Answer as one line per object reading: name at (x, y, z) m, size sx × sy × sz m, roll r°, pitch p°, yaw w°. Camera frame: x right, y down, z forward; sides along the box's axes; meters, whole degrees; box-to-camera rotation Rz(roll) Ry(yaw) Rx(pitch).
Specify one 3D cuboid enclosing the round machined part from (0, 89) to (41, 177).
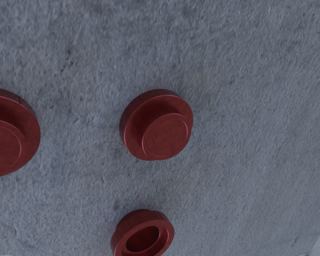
round machined part at (-0.172, 0.012, 0.310) m, size 0.099 × 0.042 × 0.097 m, roll -14°, pitch 125°, yaw -21°

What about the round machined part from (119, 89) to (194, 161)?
round machined part at (0.001, 0.003, 0.400) m, size 0.099 × 0.042 × 0.097 m, roll -14°, pitch 125°, yaw -21°

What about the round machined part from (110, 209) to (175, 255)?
round machined part at (-0.030, 0.166, 0.484) m, size 0.099 × 0.042 × 0.097 m, roll -14°, pitch 125°, yaw -21°
